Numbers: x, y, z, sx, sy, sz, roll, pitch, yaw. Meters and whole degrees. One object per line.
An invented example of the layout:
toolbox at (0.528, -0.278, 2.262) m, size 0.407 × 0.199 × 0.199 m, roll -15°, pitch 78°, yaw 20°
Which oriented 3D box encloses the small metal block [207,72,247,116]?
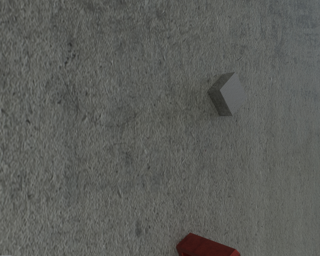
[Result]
small metal block at (0.109, -0.054, 0.499) m, size 0.050 × 0.025 × 0.050 m, roll -47°, pitch 119°, yaw -30°

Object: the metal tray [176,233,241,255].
metal tray at (0.081, 0.218, 0.433) m, size 0.030 × 0.090 × 0.129 m, roll -31°, pitch 110°, yaw -36°
